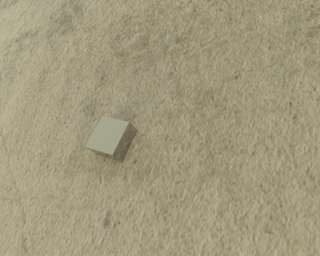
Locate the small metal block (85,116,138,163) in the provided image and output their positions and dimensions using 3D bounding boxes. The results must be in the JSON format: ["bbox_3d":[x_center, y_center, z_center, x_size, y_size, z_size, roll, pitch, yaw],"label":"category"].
[{"bbox_3d":[-0.066,0.015,0.428,0.050,0.025,0.050,12,68,33],"label":"small metal block"}]
